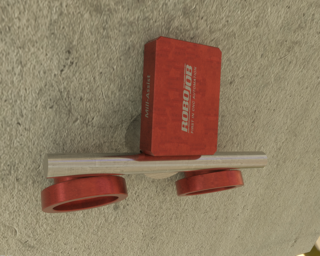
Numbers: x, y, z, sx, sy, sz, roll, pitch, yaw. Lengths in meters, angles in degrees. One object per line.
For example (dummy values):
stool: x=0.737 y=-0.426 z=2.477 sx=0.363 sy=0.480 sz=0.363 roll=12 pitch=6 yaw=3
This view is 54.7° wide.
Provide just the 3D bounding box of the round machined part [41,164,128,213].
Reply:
round machined part: x=-0.091 y=0.070 z=0.371 sx=0.099 sy=0.042 sz=0.098 roll=-11 pitch=160 yaw=-4

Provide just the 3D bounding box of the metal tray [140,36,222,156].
metal tray: x=0.026 y=-0.034 z=0.365 sx=0.091 sy=0.030 sz=0.129 roll=2 pitch=91 yaw=-30

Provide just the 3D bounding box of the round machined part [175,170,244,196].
round machined part: x=0.071 y=0.072 z=0.460 sx=0.099 sy=0.042 sz=0.098 roll=-8 pitch=163 yaw=-2

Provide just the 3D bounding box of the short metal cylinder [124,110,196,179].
short metal cylinder: x=0.000 y=0.019 z=0.406 sx=0.081 sy=0.050 sz=0.079 roll=-14 pitch=125 yaw=-21

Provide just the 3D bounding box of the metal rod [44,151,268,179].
metal rod: x=0.018 y=0.042 z=0.382 sx=0.303 sy=0.025 sz=0.025 roll=2 pitch=118 yaw=-30
